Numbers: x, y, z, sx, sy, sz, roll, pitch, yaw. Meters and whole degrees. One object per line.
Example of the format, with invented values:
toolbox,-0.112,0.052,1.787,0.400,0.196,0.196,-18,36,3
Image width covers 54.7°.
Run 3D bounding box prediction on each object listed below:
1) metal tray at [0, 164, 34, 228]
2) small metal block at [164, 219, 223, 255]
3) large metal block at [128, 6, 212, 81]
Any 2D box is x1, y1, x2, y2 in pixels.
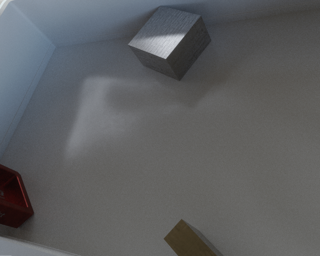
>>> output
metal tray,-0.237,0.077,0.413,0.030,0.130,0.090,-42,51,0
small metal block,0.038,0.119,0.296,0.025,0.050,0.050,-47,52,-5
large metal block,0.015,-0.126,0.458,0.080,0.050,0.080,30,78,37
